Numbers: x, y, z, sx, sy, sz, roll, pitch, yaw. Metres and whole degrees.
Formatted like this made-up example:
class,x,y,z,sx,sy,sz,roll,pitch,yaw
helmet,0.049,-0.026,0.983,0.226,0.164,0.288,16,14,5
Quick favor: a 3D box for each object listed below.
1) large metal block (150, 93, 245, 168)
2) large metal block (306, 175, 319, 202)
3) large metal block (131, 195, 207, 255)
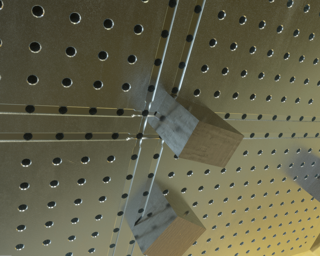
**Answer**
class,x,y,z,sx,sy,sz,roll,pitch,yaw
large metal block,0.047,0.003,0.405,0.081,0.080,0.050,16,110,-35
large metal block,0.388,0.138,0.677,0.050,0.080,0.080,24,105,-37
large metal block,0.015,0.167,0.509,0.080,0.050,0.080,-49,129,6
